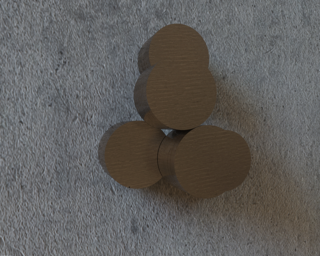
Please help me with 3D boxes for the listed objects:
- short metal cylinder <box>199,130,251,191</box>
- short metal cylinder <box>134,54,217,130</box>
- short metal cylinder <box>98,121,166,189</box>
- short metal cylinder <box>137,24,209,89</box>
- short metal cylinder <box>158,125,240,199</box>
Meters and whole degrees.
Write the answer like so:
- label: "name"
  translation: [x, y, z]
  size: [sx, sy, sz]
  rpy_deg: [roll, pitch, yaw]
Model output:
- label: "short metal cylinder"
  translation: [0.076, 0.042, 0.424]
  size: [0.081, 0.050, 0.080]
  rpy_deg: [0, 90, -20]
- label: "short metal cylinder"
  translation: [0.016, -0.038, 0.349]
  size: [0.081, 0.050, 0.080]
  rpy_deg: [0, 90, -20]
- label: "short metal cylinder"
  translation: [-0.033, 0.031, 0.385]
  size: [0.081, 0.050, 0.080]
  rpy_deg: [0, 90, -20]
- label: "short metal cylinder"
  translation: [0.016, -0.088, 0.403]
  size: [0.081, 0.050, 0.080]
  rpy_deg: [0, 90, -20]
- label: "short metal cylinder"
  translation: [0.044, 0.037, 0.359]
  size: [0.081, 0.050, 0.080]
  rpy_deg: [0, 90, -21]
